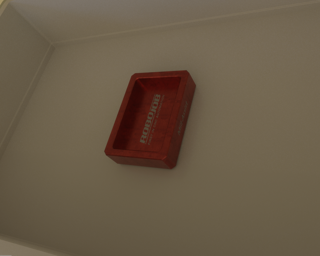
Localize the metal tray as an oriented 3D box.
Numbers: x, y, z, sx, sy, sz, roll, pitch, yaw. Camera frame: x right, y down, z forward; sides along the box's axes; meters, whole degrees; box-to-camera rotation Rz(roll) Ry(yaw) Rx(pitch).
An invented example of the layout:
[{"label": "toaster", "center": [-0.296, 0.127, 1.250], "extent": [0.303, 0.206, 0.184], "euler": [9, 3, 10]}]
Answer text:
[{"label": "metal tray", "center": [-0.011, -0.014, 0.412], "extent": [0.090, 0.030, 0.130], "euler": [2, 62, 28]}]
